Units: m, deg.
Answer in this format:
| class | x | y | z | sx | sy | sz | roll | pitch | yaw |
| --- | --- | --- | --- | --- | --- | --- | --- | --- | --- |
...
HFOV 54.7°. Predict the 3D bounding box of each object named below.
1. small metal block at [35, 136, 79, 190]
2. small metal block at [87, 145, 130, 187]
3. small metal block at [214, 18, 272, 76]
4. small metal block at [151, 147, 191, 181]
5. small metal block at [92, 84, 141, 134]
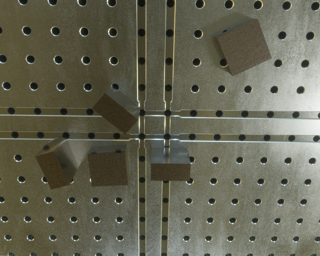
| class | x | y | z | sx | sy | sz | roll | pitch | yaw |
| --- | --- | --- | --- | --- | --- | --- | --- | --- | --- |
| small metal block | -0.136 | 0.046 | 0.415 | 0.025 | 0.050 | 0.050 | -15 | 110 | 5 |
| small metal block | -0.070 | 0.053 | 0.432 | 0.050 | 0.025 | 0.050 | -2 | 110 | 0 |
| small metal block | 0.101 | -0.099 | 0.379 | 0.050 | 0.025 | 0.050 | -25 | 109 | 8 |
| small metal block | 0.013 | 0.048 | 0.418 | 0.050 | 0.050 | 0.025 | 1 | 110 | -1 |
| small metal block | -0.053 | -0.025 | 0.390 | 0.050 | 0.050 | 0.025 | 39 | 105 | -14 |
